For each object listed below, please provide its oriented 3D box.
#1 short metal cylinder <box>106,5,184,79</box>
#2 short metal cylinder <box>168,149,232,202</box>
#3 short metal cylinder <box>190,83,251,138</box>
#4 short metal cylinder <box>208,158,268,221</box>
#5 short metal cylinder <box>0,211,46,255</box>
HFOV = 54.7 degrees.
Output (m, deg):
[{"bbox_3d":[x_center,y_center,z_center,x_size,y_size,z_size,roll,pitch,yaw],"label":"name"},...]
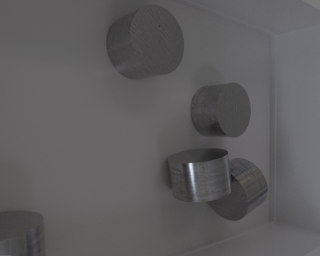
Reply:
[{"bbox_3d":[-0.017,-0.101,0.375,0.081,0.050,0.080,0,90,-40],"label":"short metal cylinder"},{"bbox_3d":[0.053,0.061,0.416,0.081,0.080,0.050,-14,99,-39],"label":"short metal cylinder"},{"bbox_3d":[0.092,-0.026,0.467,0.081,0.050,0.080,0,90,-40],"label":"short metal cylinder"},{"bbox_3d":[0.111,0.091,0.464,0.050,0.080,0.080,-20,103,-38],"label":"short metal cylinder"},{"bbox_3d":[-0.137,0.106,0.256,0.081,0.080,0.050,-6,94,-40],"label":"short metal cylinder"}]
